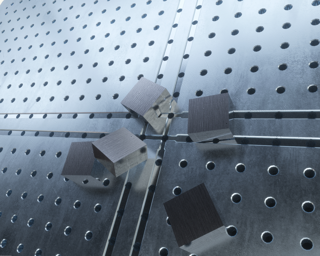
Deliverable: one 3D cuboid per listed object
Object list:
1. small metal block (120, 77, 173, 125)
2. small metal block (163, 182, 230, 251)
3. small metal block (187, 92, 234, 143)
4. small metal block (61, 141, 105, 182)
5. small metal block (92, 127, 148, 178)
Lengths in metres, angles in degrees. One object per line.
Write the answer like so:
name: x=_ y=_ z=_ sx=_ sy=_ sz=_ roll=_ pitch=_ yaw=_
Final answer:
small metal block: x=-0.019 y=-0.039 z=0.441 sx=0.050 sy=0.025 sz=0.050 roll=31 pitch=79 yaw=37
small metal block: x=0.038 y=0.095 z=0.330 sx=0.050 sy=0.025 sz=0.050 roll=-30 pitch=52 yaw=9
small metal block: x=0.063 y=-0.012 z=0.382 sx=0.050 sy=0.025 sz=0.050 roll=-8 pitch=58 yaw=23
small metal block: x=-0.103 y=0.047 z=0.432 sx=0.050 sy=0.025 sz=0.050 roll=-4 pitch=60 yaw=26
small metal block: x=-0.052 y=0.030 z=0.402 sx=0.050 sy=0.025 sz=0.050 roll=-29 pitch=45 yaw=-31
